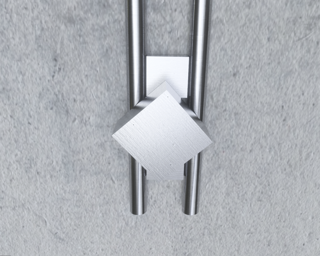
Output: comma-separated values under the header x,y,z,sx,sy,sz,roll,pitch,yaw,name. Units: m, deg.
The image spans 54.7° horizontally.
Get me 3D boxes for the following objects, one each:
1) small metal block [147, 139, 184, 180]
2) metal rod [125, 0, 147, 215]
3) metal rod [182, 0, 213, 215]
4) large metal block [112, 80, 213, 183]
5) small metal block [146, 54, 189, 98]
x,y,z,sx,sy,sz,roll,pitch,yaw,name
0.007,0.043,0.426,0.050,0.025,0.050,1,110,-1,small metal block
-0.030,-0.019,0.404,0.025,0.025,0.298,0,110,-1,metal rod
0.047,-0.018,0.405,0.025,0.025,0.298,0,110,-1,metal rod
0.003,0.004,0.370,0.080,0.050,0.080,-39,106,13,large metal block
0.009,-0.065,0.386,0.050,0.025,0.050,1,110,-1,small metal block
